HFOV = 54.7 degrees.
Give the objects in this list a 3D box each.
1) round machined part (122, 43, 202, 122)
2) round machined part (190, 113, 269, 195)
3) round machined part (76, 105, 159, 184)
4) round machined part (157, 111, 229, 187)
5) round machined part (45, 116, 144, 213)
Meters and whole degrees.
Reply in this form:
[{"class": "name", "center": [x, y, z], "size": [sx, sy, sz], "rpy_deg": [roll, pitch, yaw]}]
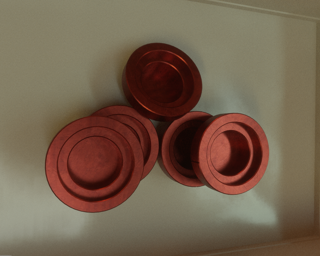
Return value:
[{"class": "round machined part", "center": [0.000, -0.053, 0.389], "size": [0.099, 0.042, 0.098], "rpy_deg": [7, 70, -19]}, {"class": "round machined part", "center": [0.082, 0.031, 0.386], "size": [0.099, 0.042, 0.097], "rpy_deg": [0, 90, -20]}, {"class": "round machined part", "center": [-0.054, 0.022, 0.380], "size": [0.099, 0.042, 0.097], "rpy_deg": [0, 90, -20]}, {"class": "round machined part", "center": [0.040, 0.027, 0.415], "size": [0.099, 0.042, 0.097], "rpy_deg": [0, 90, -20]}, {"class": "round machined part", "center": [-0.070, 0.036, 0.330], "size": [0.099, 0.042, 0.097], "rpy_deg": [0, 90, -20]}]
